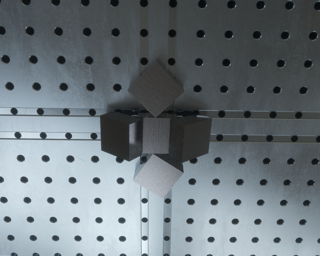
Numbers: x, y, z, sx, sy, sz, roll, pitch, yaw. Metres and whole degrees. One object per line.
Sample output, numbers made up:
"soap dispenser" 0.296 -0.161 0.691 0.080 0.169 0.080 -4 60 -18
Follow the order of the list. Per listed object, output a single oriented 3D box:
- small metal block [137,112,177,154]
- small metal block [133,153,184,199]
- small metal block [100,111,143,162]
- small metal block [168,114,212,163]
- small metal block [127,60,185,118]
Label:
"small metal block" -0.004 0.006 0.415 0.050 0.025 0.050 1 109 -1
"small metal block" -0.002 0.063 0.436 0.050 0.025 0.050 33 107 -10
"small metal block" -0.050 0.010 0.403 0.050 0.025 0.050 17 115 33
"small metal block" 0.039 0.012 0.403 0.050 0.025 0.050 -14 116 -39
"small metal block" -0.005 -0.050 0.395 0.050 0.025 0.050 -42 104 13
